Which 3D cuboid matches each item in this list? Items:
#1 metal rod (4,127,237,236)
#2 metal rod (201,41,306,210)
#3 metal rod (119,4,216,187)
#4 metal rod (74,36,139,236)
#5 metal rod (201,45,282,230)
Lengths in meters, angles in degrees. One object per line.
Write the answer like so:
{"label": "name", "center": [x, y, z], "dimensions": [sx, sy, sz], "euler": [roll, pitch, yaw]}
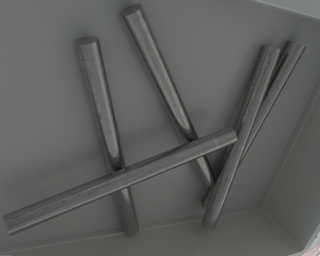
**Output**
{"label": "metal rod", "center": [-0.035, 0.060, 0.392], "dimensions": [0.302, 0.025, 0.025], "euler": [-20, 126, -17]}
{"label": "metal rod", "center": [0.140, 0.009, 0.490], "dimensions": [0.025, 0.025, 0.298], "euler": [11, 113, -33]}
{"label": "metal rod", "center": [0.024, -0.018, 0.410], "dimensions": [0.025, 0.025, 0.299], "euler": [-33, 129, -7]}
{"label": "metal rod", "center": [-0.059, 0.034, 0.397], "dimensions": [0.025, 0.025, 0.298], "euler": [-19, 126, -17]}
{"label": "metal rod", "center": [0.118, 0.026, 0.471], "dimensions": [0.025, 0.025, 0.298], "euler": [4, 111, -30]}
